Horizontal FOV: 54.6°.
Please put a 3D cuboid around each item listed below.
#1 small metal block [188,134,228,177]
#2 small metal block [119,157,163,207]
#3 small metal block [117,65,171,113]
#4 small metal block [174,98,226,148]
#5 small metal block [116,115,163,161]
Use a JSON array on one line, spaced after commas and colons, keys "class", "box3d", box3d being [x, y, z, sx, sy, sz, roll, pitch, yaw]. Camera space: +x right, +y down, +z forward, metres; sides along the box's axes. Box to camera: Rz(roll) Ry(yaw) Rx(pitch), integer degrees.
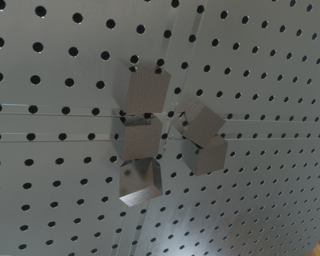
[{"class": "small metal block", "box3d": [0.073, 0.042, 0.476, 0.050, 0.025, 0.050, -12, 124, -22]}, {"class": "small metal block", "box3d": [-0.026, 0.070, 0.413, 0.050, 0.050, 0.025, -23, 131, 16]}, {"class": "small metal block", "box3d": [-0.020, -0.046, 0.371, 0.050, 0.025, 0.050, -1, 119, -28]}, {"class": "small metal block", "box3d": [0.057, -0.006, 0.438, 0.050, 0.025, 0.050, 31, 101, -38]}, {"class": "small metal block", "box3d": [-0.028, 0.012, 0.403, 0.050, 0.025, 0.050, -5, 121, -26]}]
